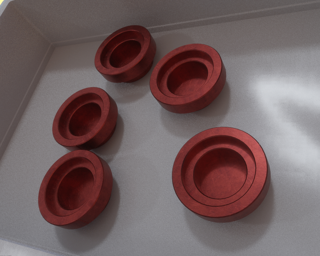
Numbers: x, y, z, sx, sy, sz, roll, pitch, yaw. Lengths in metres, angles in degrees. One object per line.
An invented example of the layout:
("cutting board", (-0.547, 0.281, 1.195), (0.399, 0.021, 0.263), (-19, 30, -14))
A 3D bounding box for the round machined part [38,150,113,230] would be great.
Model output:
("round machined part", (-0.102, 0.080, 0.397), (0.098, 0.042, 0.098), (-13, 56, 20))

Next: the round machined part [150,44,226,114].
("round machined part", (0.040, -0.060, 0.410), (0.098, 0.042, 0.098), (-13, 56, 20))

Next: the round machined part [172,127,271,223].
("round machined part", (0.066, 0.051, 0.328), (0.098, 0.042, 0.098), (-13, 56, 20))

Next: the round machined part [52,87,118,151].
("round machined part", (-0.103, -0.008, 0.452), (0.098, 0.042, 0.098), (-13, 56, 20))

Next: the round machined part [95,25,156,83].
("round machined part", (-0.050, -0.110, 0.487), (0.098, 0.042, 0.098), (-13, 56, 20))
